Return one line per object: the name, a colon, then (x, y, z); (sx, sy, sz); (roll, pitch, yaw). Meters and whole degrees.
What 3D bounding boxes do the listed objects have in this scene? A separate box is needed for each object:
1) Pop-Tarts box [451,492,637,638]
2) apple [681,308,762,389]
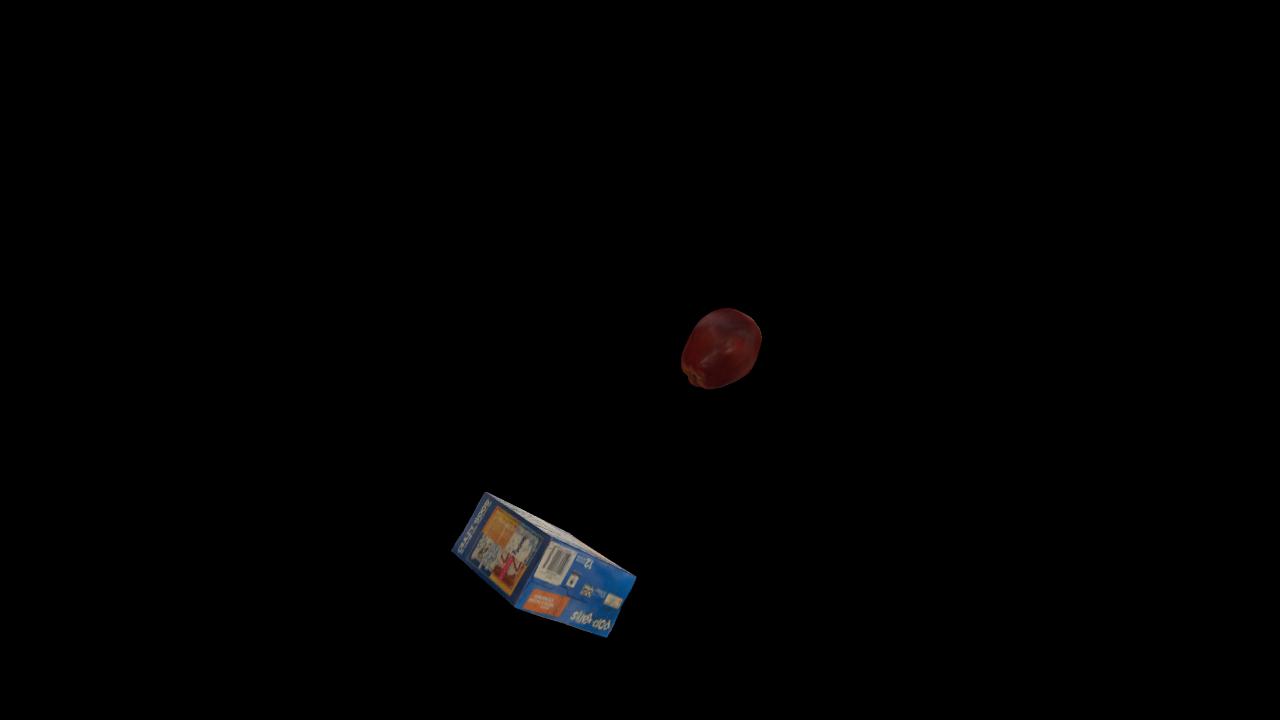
Pop-Tarts box: (-0.113, 0.246, 0.737); (0.141, 0.083, 0.167); (17, -19, 44)
apple: (0.088, -0.012, 0.654); (0.093, 0.079, 0.079); (-38, 13, -17)
